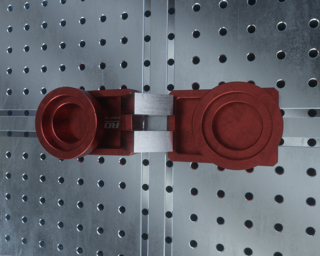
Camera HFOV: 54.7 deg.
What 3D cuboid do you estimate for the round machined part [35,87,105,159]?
[{"bbox_3d":[-0.120,-0.007,0.433,0.098,0.042,0.097,0,90,20],"label":"round machined part"}]

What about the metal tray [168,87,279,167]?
[{"bbox_3d":[0.077,-0.002,0.383,0.130,0.030,0.089,1,90,19],"label":"metal tray"}]

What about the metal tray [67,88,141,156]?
[{"bbox_3d":[-0.094,-0.008,0.444,0.130,0.030,0.089,-1,92,20],"label":"metal tray"}]

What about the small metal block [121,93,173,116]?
[{"bbox_3d":[-0.017,-0.029,0.390,0.050,0.050,0.025,-178,89,-64],"label":"small metal block"}]

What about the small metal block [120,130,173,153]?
[{"bbox_3d":[-0.018,0.016,0.390,0.050,0.050,0.025,-178,89,-64],"label":"small metal block"}]

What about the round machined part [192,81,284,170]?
[{"bbox_3d":[0.090,-0.003,0.358,0.098,0.042,0.097,0,90,20],"label":"round machined part"}]
